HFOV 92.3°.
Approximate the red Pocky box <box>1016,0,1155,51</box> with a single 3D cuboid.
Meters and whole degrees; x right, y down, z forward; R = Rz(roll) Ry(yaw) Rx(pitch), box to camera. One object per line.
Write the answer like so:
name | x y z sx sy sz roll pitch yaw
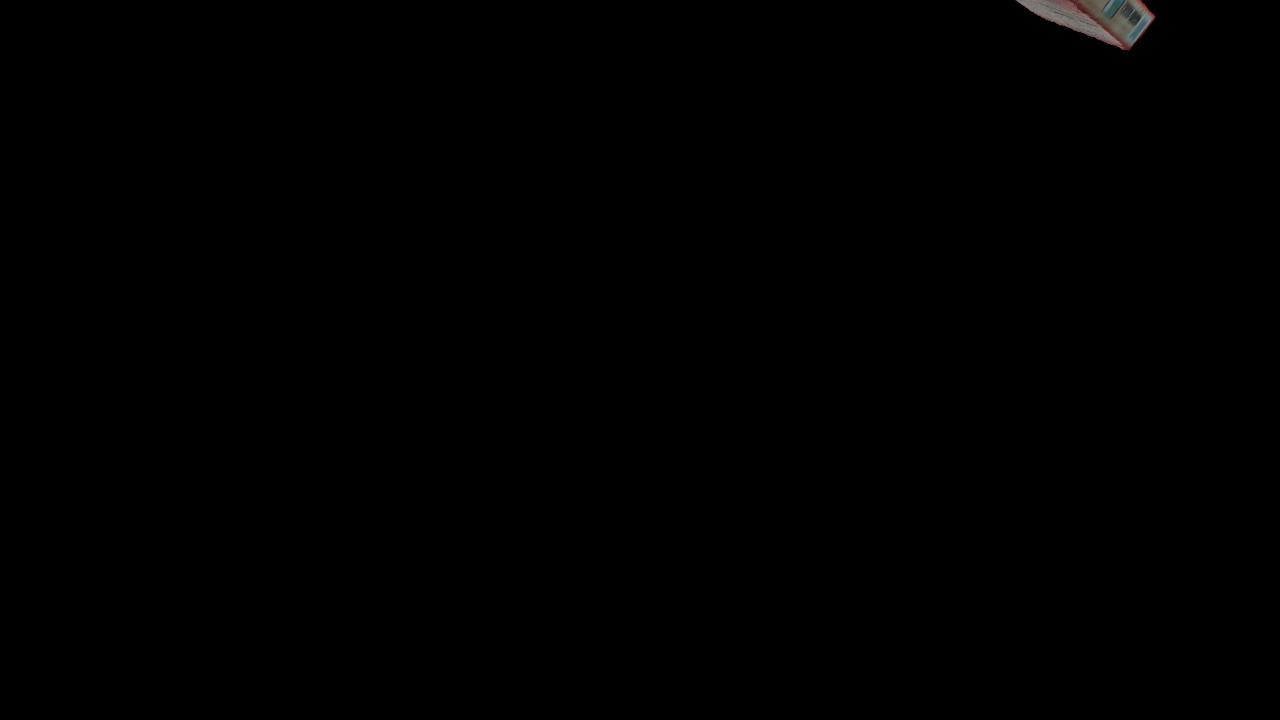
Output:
red Pocky box | 0.292 -0.256 0.425 0.155 0.028 0.083 -11 46 -41
